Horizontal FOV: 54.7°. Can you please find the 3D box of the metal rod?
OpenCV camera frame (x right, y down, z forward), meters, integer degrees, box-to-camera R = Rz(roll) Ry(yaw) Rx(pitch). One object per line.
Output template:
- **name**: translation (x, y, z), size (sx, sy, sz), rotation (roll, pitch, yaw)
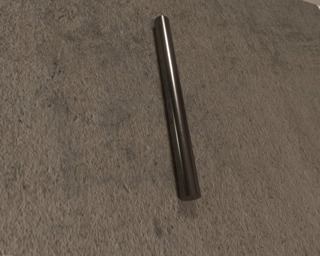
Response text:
- **metal rod**: translation (0.020, -0.046, 0.444), size (0.025, 0.025, 0.299), rotation (7, 59, -25)
